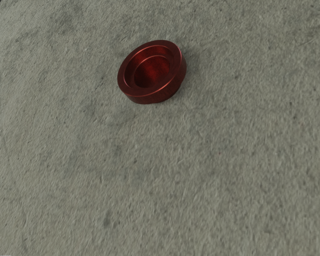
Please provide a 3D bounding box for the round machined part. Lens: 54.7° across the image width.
[{"bbox_3d":[-0.008,-0.074,0.441,0.098,0.042,0.098,-13,56,20],"label":"round machined part"}]
